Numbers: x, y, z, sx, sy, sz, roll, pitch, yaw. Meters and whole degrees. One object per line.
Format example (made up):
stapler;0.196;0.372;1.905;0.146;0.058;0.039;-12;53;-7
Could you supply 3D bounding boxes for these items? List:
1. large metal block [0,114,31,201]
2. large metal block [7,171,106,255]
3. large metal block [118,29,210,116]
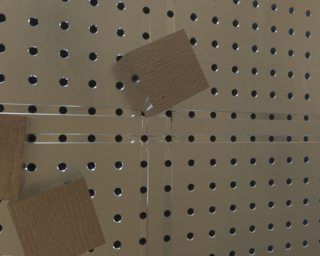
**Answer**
large metal block;-0.167;0.026;0.322;0.050;0.080;0.080;6;88;-20
large metal block;-0.117;0.104;0.356;0.081;0.050;0.080;-19;97;-19
large metal block;0.004;-0.070;0.400;0.080;0.050;0.080;-28;100;-18
